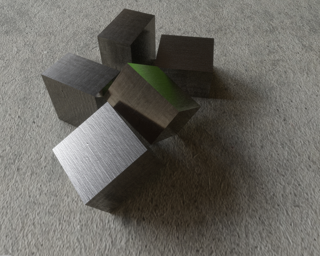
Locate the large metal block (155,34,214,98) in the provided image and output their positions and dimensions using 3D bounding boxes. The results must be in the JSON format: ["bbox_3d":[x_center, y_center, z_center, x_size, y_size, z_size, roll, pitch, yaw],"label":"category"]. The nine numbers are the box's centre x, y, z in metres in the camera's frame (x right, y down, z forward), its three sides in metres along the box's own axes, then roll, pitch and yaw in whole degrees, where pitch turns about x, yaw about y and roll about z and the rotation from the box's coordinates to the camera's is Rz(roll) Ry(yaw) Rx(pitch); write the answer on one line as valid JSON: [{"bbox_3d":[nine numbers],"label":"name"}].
[{"bbox_3d":[0.037,-0.094,0.466,0.080,0.050,0.080,6,50,5],"label":"large metal block"}]

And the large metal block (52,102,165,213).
[{"bbox_3d":[-0.057,0.032,0.341,0.080,0.050,0.080,-41,58,-1],"label":"large metal block"}]

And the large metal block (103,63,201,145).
[{"bbox_3d":[-0.007,-0.032,0.376,0.080,0.050,0.080,44,22,12],"label":"large metal block"}]

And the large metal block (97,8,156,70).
[{"bbox_3d":[-0.046,-0.119,0.467,0.050,0.080,0.080,18,52,14],"label":"large metal block"}]

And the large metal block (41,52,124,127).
[{"bbox_3d":[-0.094,-0.040,0.399,0.080,0.080,0.050,23,54,20],"label":"large metal block"}]
